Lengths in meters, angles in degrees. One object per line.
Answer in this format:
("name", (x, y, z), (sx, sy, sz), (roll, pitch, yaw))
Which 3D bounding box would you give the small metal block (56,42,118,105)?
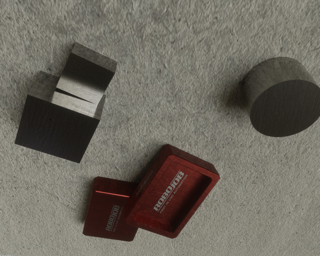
("small metal block", (-0.083, -0.061, 0.354), (0.050, 0.025, 0.050), (23, 126, -19))

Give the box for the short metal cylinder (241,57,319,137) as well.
("short metal cylinder", (0.141, -0.035, 0.362), (0.081, 0.050, 0.079), (0, 130, 0))

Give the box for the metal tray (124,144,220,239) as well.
("metal tray", (0.016, 0.098, 0.461), (0.090, 0.030, 0.129), (26, 107, -21))

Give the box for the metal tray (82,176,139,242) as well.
("metal tray", (-0.076, 0.141, 0.523), (0.091, 0.030, 0.129), (12, 129, -11))

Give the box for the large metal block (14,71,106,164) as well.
("large metal block", (-0.121, -0.011, 0.380), (0.080, 0.050, 0.079), (20, 127, -17))
